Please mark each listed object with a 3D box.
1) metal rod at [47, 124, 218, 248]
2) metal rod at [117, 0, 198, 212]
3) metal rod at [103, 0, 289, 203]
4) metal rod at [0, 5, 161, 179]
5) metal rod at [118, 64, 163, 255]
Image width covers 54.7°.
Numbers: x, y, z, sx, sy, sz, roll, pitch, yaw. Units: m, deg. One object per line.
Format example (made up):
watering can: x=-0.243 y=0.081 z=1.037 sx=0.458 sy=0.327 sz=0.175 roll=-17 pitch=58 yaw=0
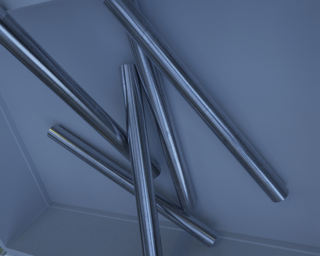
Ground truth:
metal rod: x=-0.048 y=0.083 z=0.473 sx=0.301 sy=0.025 sz=0.025 roll=32 pitch=128 yaw=10
metal rod: x=0.002 y=-0.017 z=0.395 sx=0.025 sy=0.025 sz=0.298 roll=-3 pitch=117 yaw=29
metal rod: x=0.049 y=-0.026 z=0.348 sx=0.025 sy=0.025 sz=0.300 roll=-32 pitch=106 yaw=38
metal rod: x=-0.083 y=-0.022 z=0.356 sx=0.025 sy=0.025 sz=0.300 roll=-8 pitch=140 yaw=31
metal rod: x=-0.020 y=0.071 z=0.386 sx=0.025 sy=0.025 sz=0.298 roll=-7 pitch=91 yaw=31
